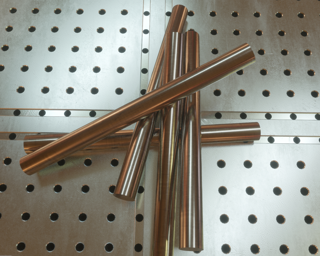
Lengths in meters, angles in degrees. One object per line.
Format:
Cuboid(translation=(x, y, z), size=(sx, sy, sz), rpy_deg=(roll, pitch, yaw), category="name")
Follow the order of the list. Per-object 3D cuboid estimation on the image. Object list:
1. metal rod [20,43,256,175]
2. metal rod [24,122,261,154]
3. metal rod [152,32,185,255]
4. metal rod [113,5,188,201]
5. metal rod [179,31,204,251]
Cuboid(translation=(-0.031, -0.020, 0.369), size=(0.301, 0.025, 0.025), rpy_deg=(-27, 72, 5), category="metal rod")
Cuboid(translation=(-0.021, 0.013, 0.406), size=(0.302, 0.025, 0.025), rpy_deg=(-3, 70, -2), category="metal rod")
Cuboid(translation=(0.011, 0.026, 0.378), size=(0.025, 0.025, 0.299), rpy_deg=(3, 79, 1), category="metal rod")
Cuboid(translation=(-0.004, -0.052, 0.411), size=(0.025, 0.025, 0.300), rpy_deg=(13, 63, 4), category="metal rod")
Cuboid(translation=(0.039, -0.007, 0.388), size=(0.025, 0.025, 0.299), rpy_deg=(3, 60, 1), category="metal rod")
